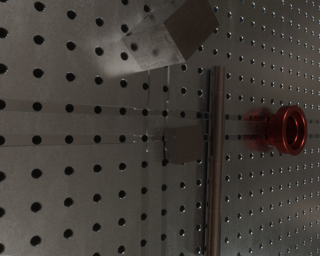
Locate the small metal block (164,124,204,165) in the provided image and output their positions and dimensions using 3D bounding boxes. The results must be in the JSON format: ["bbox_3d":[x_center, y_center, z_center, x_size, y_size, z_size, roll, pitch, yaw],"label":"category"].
[{"bbox_3d":[0.034,0.022,0.440,0.050,0.025,0.050,-7,95,-40],"label":"small metal block"}]

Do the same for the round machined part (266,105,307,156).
[{"bbox_3d":[0.246,0.005,0.609,0.099,0.042,0.097,0,90,-40],"label":"round machined part"}]

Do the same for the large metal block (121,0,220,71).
[{"bbox_3d":[0.013,-0.120,0.386,0.080,0.080,0.050,-50,120,-28],"label":"large metal block"}]

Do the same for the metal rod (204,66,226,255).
[{"bbox_3d":[0.086,0.054,0.484,0.025,0.025,0.298,4,88,-40],"label":"metal rod"}]
